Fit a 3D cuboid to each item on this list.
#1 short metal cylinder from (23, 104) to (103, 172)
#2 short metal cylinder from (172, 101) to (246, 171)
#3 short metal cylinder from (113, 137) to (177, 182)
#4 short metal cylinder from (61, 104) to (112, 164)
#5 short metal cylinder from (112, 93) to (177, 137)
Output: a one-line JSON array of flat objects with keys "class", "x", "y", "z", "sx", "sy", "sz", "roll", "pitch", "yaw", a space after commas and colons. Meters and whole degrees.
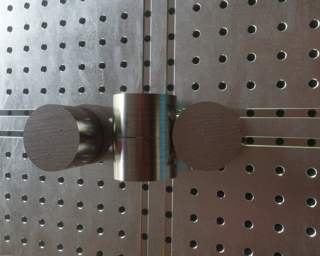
[{"class": "short metal cylinder", "x": -0.120, "y": 0.011, "z": 0.387, "sx": 0.080, "sy": 0.050, "sz": 0.079, "roll": 0, "pitch": 90, "yaw": 20}, {"class": "short metal cylinder", "x": 0.061, "y": 0.009, "z": 0.377, "sx": 0.080, "sy": 0.050, "sz": 0.079, "roll": 0, "pitch": 90, "yaw": 19}, {"class": "short metal cylinder", "x": -0.019, "y": 0.036, "z": 0.390, "sx": 0.080, "sy": 0.080, "sz": 0.050, "roll": -1, "pitch": 90, "yaw": 20}, {"class": "short metal cylinder", "x": -0.090, "y": 0.008, "z": 0.431, "sx": 0.080, "sy": 0.050, "sz": 0.079, "roll": 0, "pitch": 90, "yaw": 19}, {"class": "short metal cylinder", "x": -0.019, "y": -0.015, "z": 0.390, "sx": 0.080, "sy": 0.080, "sz": 0.050, "roll": 1, "pitch": 91, "yaw": 20}]
